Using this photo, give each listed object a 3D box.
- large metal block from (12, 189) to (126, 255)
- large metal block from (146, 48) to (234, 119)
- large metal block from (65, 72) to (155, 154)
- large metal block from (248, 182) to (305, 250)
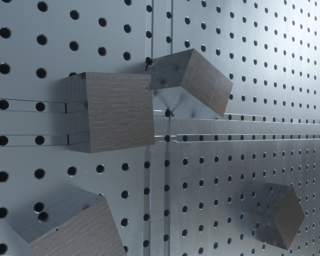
[{"bbox_3d":[-0.089,0.121,0.318,0.081,0.050,0.080,-27,107,-37],"label":"large metal block"},{"bbox_3d":[0.033,-0.052,0.400,0.080,0.080,0.050,31,71,-36],"label":"large metal block"},{"bbox_3d":[-0.055,-0.018,0.346,0.081,0.050,0.080,-6,94,-40],"label":"large metal block"},{"bbox_3d":[0.217,0.161,0.574,0.080,0.050,0.080,-44,116,-31],"label":"large metal block"}]
